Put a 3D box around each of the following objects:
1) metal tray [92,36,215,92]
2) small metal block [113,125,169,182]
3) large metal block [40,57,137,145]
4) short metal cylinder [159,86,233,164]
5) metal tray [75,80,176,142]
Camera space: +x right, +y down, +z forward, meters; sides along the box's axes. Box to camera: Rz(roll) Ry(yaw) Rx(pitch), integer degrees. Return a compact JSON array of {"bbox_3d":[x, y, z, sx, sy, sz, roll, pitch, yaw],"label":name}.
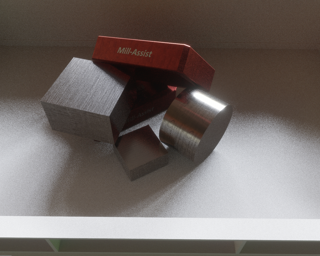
[{"bbox_3d":[-0.008,-0.080,0.390,0.130,0.090,0.030,15,89,30],"label":"metal tray"},{"bbox_3d":[-0.024,0.030,0.378,0.050,0.025,0.050,-23,54,-19],"label":"small metal block"},{"bbox_3d":[-0.080,-0.034,0.373,0.080,0.050,0.080,13,51,10],"label":"large metal block"},{"bbox_3d":[0.044,-0.004,0.372,0.050,0.080,0.080,32,57,24],"label":"short metal cylinder"},{"bbox_3d":[-0.054,-0.045,0.436,0.131,0.030,0.090,-27,55,-22],"label":"metal tray"}]
